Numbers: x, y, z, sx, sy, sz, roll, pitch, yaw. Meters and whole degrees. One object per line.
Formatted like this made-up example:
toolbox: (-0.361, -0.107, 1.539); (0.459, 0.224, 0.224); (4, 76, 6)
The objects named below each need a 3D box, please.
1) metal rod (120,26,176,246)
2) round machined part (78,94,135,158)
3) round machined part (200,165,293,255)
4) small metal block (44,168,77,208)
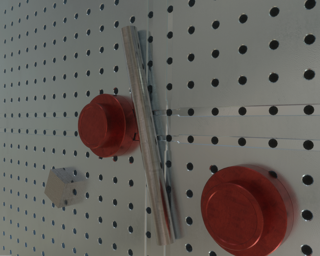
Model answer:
metal rod: (-0.018, 0.004, 0.424); (0.025, 0.025, 0.298); (-17, 79, 39)
round machined part: (-0.087, -0.003, 0.471); (0.098, 0.042, 0.097); (0, 90, 40)
round machined part: (0.084, 0.089, 0.329); (0.098, 0.042, 0.097); (0, 90, 40)
small metal block: (-0.179, 0.107, 0.558); (0.050, 0.025, 0.050); (31, 109, 35)
